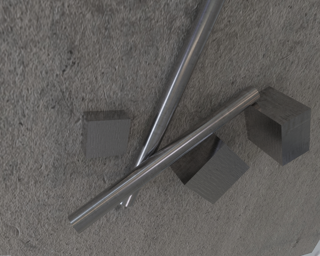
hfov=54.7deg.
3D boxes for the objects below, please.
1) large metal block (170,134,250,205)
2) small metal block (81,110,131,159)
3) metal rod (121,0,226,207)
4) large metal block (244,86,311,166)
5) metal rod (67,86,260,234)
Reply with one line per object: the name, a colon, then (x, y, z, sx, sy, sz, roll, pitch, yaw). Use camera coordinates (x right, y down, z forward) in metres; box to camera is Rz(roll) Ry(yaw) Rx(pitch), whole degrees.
large metal block: (0.075, 0.058, 0.467, 0.080, 0.050, 0.080, -47, 129, 4)
small metal block: (-0.066, 0.007, 0.375, 0.050, 0.025, 0.050, -4, 120, -27)
metal rod: (0.008, -0.024, 0.395, 0.025, 0.025, 0.298, 11, 113, -33)
large metal block: (0.174, -0.004, 0.464, 0.050, 0.080, 0.080, -28, 128, -11)
metal rod: (0.017, 0.032, 0.407, 0.301, 0.025, 0.025, -35, 130, -17)
